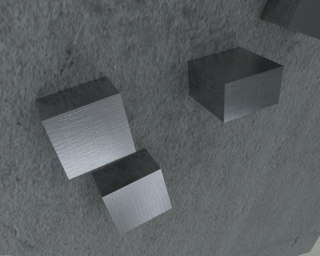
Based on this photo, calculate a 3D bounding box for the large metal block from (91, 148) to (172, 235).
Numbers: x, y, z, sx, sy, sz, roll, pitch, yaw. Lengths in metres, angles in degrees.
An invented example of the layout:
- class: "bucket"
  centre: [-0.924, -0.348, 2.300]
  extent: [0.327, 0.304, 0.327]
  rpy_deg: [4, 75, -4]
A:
- class: "large metal block"
  centre: [-0.037, 0.087, 0.426]
  extent: [0.081, 0.050, 0.080]
  rpy_deg: [-25, 128, -14]

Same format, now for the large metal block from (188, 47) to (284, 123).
- class: "large metal block"
  centre: [0.091, -0.058, 0.387]
  extent: [0.081, 0.080, 0.050]
  rpy_deg: [-19, 126, -18]

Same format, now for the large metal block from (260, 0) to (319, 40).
- class: "large metal block"
  centre: [0.189, -0.164, 0.395]
  extent: [0.081, 0.050, 0.079]
  rpy_deg: [5, 116, -31]

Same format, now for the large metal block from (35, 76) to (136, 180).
- class: "large metal block"
  centre: [-0.081, -0.001, 0.347]
  extent: [0.081, 0.050, 0.080]
  rpy_deg: [-22, 127, -15]
